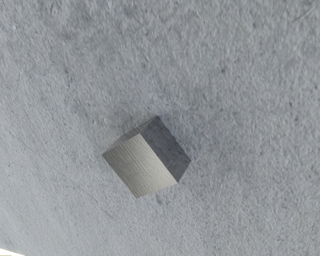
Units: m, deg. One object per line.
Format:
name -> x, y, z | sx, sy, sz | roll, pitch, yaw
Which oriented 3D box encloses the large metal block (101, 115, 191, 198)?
large metal block -> -0.018, 0.041, 0.426 | 0.080, 0.050, 0.080 | -29, 103, 37
